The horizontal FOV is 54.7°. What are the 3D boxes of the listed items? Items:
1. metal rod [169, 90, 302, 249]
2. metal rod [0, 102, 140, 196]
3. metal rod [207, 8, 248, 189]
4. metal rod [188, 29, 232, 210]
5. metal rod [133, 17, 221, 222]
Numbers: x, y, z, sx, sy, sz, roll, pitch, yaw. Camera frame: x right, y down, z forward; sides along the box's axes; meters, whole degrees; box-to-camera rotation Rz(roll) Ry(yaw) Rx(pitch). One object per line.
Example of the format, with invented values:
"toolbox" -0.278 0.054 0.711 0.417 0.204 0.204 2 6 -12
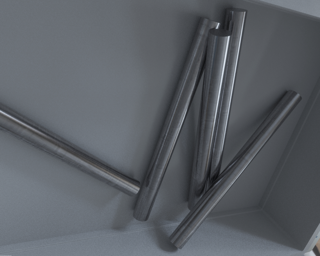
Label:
"metal rod" 0.119 0.062 0.484 0.300 0.025 0.025 -50 129 -4
"metal rod" -0.129 0.013 0.345 0.025 0.025 0.301 -48 129 5
"metal rod" 0.087 -0.014 0.447 0.025 0.025 0.298 -12 124 -22
"metal rod" 0.063 0.013 0.433 0.025 0.025 0.298 -14 130 -21
"metal rod" 0.015 0.004 0.419 0.025 0.025 0.298 5 116 -31
